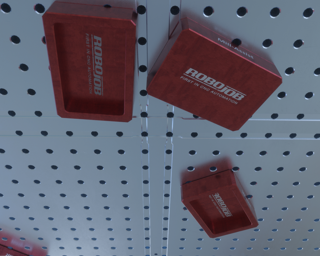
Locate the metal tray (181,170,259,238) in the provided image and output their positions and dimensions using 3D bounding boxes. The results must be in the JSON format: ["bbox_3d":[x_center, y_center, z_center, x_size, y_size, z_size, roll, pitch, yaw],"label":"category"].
[{"bbox_3d":[0.102,0.132,0.520,0.090,0.030,0.130,-22,127,17],"label":"metal tray"}]

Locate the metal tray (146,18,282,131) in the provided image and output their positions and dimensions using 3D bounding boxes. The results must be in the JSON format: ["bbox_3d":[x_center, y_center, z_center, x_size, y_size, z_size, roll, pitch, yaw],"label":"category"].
[{"bbox_3d":[0.061,-0.056,0.361,0.131,0.030,0.089,22,127,-18],"label":"metal tray"}]

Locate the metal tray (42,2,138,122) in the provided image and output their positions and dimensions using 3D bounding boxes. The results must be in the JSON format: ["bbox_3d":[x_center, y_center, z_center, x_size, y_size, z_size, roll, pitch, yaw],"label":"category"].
[{"bbox_3d":[-0.074,-0.068,0.349,0.091,0.030,0.129,4,130,-4],"label":"metal tray"}]

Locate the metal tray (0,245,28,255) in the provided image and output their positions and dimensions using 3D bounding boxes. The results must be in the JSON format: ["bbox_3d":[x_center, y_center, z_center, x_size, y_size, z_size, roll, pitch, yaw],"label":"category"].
[{"bbox_3d":[-0.325,0.292,0.653,0.090,0.030,0.130,-37,121,27],"label":"metal tray"}]
